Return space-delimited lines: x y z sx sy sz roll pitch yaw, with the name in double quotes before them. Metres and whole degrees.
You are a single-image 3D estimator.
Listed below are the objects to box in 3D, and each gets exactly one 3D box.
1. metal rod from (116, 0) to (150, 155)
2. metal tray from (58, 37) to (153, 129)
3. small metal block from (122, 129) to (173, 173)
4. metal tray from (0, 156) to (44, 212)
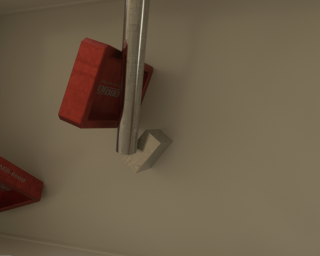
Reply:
"metal rod" -0.025 -0.111 0.317 0.025 0.025 0.298 14 113 19
"metal tray" -0.058 -0.046 0.374 0.030 0.130 0.089 22 97 18
"small metal block" -0.015 0.029 0.402 0.025 0.050 0.050 43 103 15
"metal tray" -0.245 0.076 0.439 0.090 0.130 0.030 -18 51 15
